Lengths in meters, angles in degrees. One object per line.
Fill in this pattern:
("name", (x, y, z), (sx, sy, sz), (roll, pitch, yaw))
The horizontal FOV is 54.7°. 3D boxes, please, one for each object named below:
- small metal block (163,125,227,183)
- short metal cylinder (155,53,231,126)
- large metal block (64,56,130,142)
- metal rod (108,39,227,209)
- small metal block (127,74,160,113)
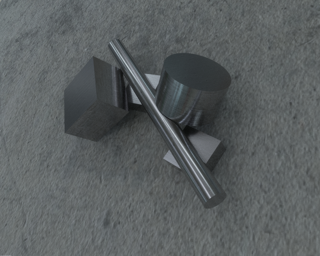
("small metal block", (0.041, 0.031, 0.364), (0.050, 0.025, 0.050), (27, 76, 37))
("short metal cylinder", (0.038, -0.048, 0.372), (0.081, 0.050, 0.080), (9, 41, -8))
("large metal block", (-0.093, -0.039, 0.439), (0.080, 0.050, 0.080), (-39, 48, 32))
("metal rod", (-0.008, -0.029, 0.394), (0.025, 0.025, 0.300), (-35, 51, 4))
("small metal block", (-0.022, -0.050, 0.447), (0.050, 0.025, 0.050), (13, 68, 33))
